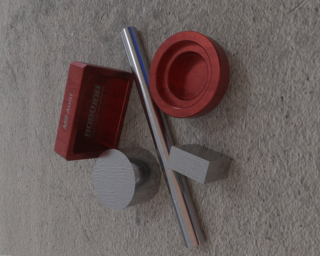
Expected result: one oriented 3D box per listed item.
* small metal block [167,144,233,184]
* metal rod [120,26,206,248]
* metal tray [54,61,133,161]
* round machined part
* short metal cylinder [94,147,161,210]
[{"bbox_3d":[0.045,0.038,0.348,0.050,0.050,0.025,21,104,37],"label":"small metal block"},{"bbox_3d":[-0.001,0.001,0.406,0.025,0.025,0.299,-28,73,36],"label":"metal rod"},{"bbox_3d":[-0.091,-0.022,0.437,0.030,0.091,0.129,23,105,37],"label":"metal tray"},{"bbox_3d":[0.037,-0.060,0.363,0.098,0.042,0.097,0,90,39],"label":"round machined part"},{"bbox_3d":[-0.045,0.067,0.425,0.080,0.050,0.079,0,90,39],"label":"short metal cylinder"}]
